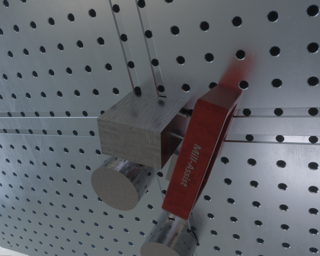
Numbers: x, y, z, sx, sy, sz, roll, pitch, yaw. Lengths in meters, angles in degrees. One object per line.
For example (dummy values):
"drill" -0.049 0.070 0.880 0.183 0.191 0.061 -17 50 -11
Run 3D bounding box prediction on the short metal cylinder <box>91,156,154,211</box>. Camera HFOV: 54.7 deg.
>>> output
"short metal cylinder" -0.057 0.079 0.474 0.080 0.050 0.079 13 124 21

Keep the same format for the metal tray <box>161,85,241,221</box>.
"metal tray" 0.047 0.024 0.341 0.030 0.090 0.129 22 113 15

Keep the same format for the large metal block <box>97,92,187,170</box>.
"large metal block" -0.019 -0.001 0.385 0.080 0.080 0.050 12 124 21

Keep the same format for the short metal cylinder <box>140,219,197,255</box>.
"short metal cylinder" 0.015 0.198 0.510 0.080 0.050 0.079 13 124 21

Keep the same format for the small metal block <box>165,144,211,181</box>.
"small metal block" 0.040 0.056 0.425 0.050 0.025 0.050 24 127 13
